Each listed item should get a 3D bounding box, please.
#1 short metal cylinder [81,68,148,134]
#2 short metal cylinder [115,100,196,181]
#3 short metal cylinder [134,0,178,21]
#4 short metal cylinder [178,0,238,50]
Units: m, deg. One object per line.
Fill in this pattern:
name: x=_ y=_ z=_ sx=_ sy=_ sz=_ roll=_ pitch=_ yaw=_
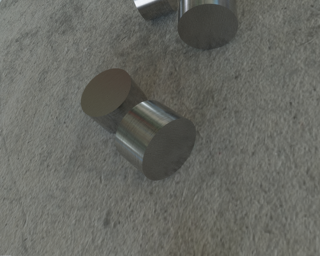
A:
short metal cylinder: x=-0.065 y=-0.038 z=0.443 sx=0.080 sy=0.050 sz=0.080 roll=-13 pitch=56 yaw=20
short metal cylinder: x=-0.004 y=0.014 z=0.361 sx=0.050 sy=0.080 sz=0.080 roll=34 pitch=81 yaw=38
short metal cylinder: x=-0.009 y=-0.224 z=0.509 sx=0.050 sy=0.080 sz=0.080 roll=-13 pitch=56 yaw=21
short metal cylinder: x=0.066 y=-0.155 z=0.429 sx=0.080 sy=0.080 sz=0.050 roll=-9 pitch=58 yaw=23
